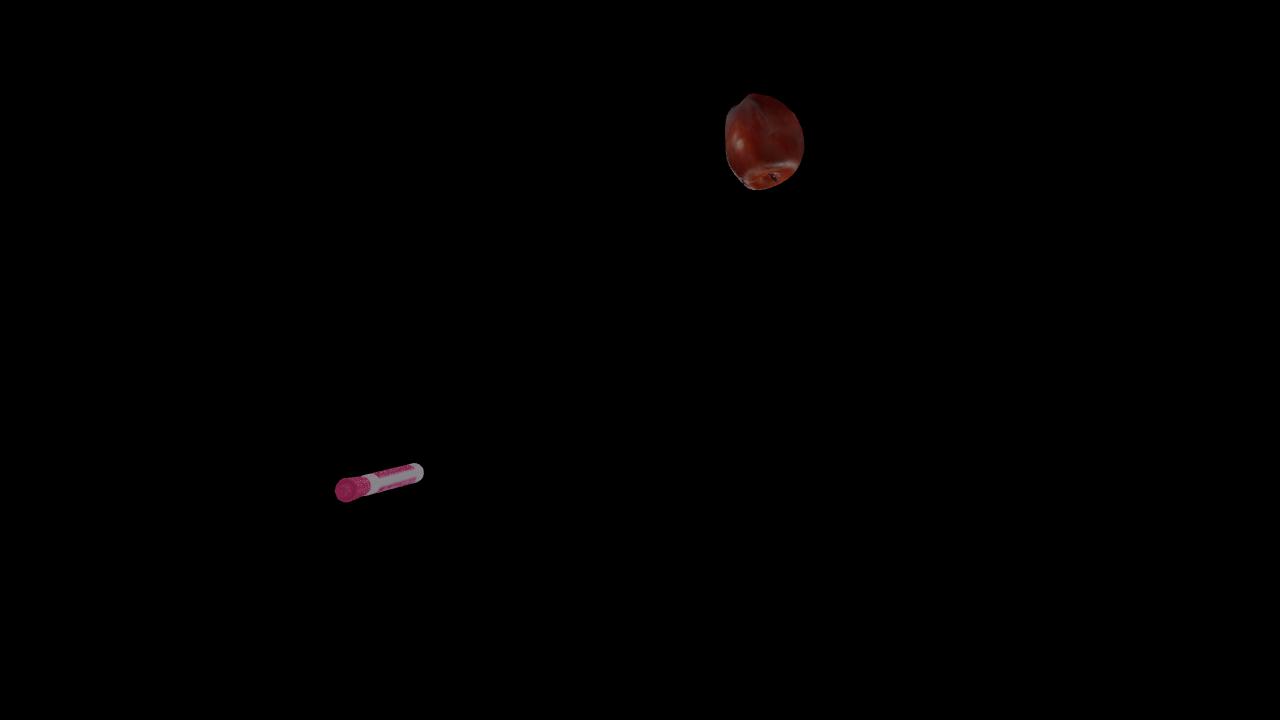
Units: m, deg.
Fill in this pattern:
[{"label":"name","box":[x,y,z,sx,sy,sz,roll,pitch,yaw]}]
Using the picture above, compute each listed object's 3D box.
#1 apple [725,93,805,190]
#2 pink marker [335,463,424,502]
[{"label":"apple","box":[0.125,-0.220,0.625,0.079,0.093,0.079,-13,-12,-3]},{"label":"pink marker","box":[-0.222,0.104,0.530,0.020,0.020,0.121,0,-4,6]}]
